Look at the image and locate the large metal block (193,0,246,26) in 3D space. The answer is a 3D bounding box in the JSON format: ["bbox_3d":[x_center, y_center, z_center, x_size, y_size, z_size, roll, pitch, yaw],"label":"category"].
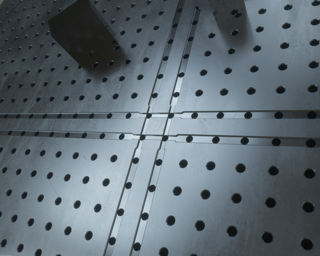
[{"bbox_3d":[0.076,-0.215,0.464,0.050,0.080,0.080,-35,52,5],"label":"large metal block"}]

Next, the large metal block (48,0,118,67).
[{"bbox_3d":[-0.134,-0.169,0.545,0.080,0.080,0.050,-31,52,8],"label":"large metal block"}]
